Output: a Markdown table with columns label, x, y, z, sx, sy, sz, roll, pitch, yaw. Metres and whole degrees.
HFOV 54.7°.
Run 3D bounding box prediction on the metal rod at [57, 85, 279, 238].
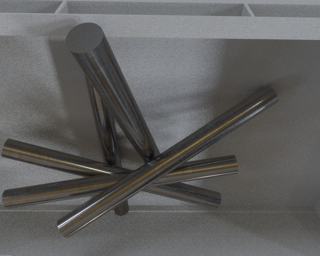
| label | x | y | z | sx | sy | sz | roll | pitch | yaw |
| --- | --- | --- | --- | --- | --- | --- | --- | --- | --- |
| metal rod | 0.010 | 0.040 | 0.375 | 0.301 | 0.025 | 0.025 | -33 | 125 | -1 |

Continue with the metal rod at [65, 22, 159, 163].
| label | x | y | z | sx | sy | sz | roll | pitch | yaw |
| --- | --- | --- | --- | --- | --- | --- | --- | --- | --- |
| metal rod | -0.025 | 0.003 | 0.332 | 0.025 | 0.025 | 0.299 | -8 | 155 | 6 |

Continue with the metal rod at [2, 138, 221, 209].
| label | x | y | z | sx | sy | sz | roll | pitch | yaw |
| --- | --- | --- | --- | --- | --- | --- | --- | --- | --- |
| metal rod | -0.057 | 0.066 | 0.430 | 0.302 | 0.025 | 0.025 | 16 | 128 | -11 |

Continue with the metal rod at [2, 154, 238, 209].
| label | x | y | z | sx | sy | sz | roll | pitch | yaw |
| --- | --- | --- | --- | --- | --- | --- | --- | --- | --- |
| metal rod | -0.052 | 0.070 | 0.402 | 0.302 | 0.025 | 0.025 | -9 | 130 | 2 |

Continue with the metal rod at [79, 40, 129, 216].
| label | x | y | z | sx | sy | sz | roll | pitch | yaw |
| --- | --- | --- | --- | --- | --- | --- | --- | --- | --- |
| metal rod | -0.070 | 0.025 | 0.429 | 0.025 | 0.025 | 0.298 | -2 | 130 | 1 |
